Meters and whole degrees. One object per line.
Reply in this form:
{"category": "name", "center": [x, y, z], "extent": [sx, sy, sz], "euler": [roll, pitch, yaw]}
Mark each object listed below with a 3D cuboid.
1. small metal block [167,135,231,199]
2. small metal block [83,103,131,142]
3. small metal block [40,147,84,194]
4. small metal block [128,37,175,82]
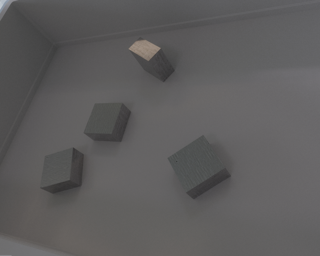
{"category": "small metal block", "center": [0.044, 0.045, 0.355], "extent": [0.050, 0.025, 0.050], "euler": [-34, 51, 6]}
{"category": "small metal block", "center": [-0.076, -0.009, 0.451], "extent": [0.050, 0.025, 0.050], "euler": [1, 62, 28]}
{"category": "small metal block", "center": [-0.139, 0.061, 0.442], "extent": [0.050, 0.025, 0.050], "euler": [-17, 55, 18]}
{"category": "small metal block", "center": [-0.012, -0.101, 0.458], "extent": [0.025, 0.050, 0.050], "euler": [-47, 51, -5]}
